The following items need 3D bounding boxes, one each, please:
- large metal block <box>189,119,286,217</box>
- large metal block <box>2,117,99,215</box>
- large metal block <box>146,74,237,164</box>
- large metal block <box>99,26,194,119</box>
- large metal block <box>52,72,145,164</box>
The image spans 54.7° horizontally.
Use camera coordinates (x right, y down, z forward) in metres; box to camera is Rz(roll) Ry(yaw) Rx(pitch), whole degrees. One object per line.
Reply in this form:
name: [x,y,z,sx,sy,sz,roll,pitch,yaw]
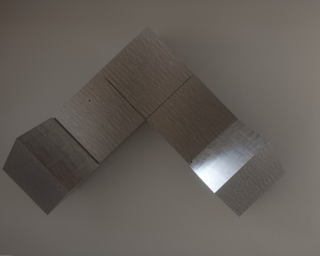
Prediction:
large metal block: [0.096,0.050,0.377,0.080,0.050,0.080,-44,134,0]
large metal block: [-0.134,0.048,0.374,0.080,0.050,0.080,46,133,0]
large metal block: [0.040,-0.009,0.397,0.080,0.050,0.080,-44,90,0]
large metal block: [-0.016,-0.067,0.397,0.080,0.050,0.080,-44,90,0]
large metal block: [-0.074,-0.011,0.396,0.080,0.050,0.080,-44,90,0]
